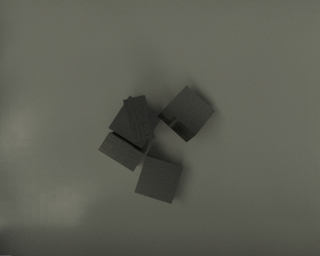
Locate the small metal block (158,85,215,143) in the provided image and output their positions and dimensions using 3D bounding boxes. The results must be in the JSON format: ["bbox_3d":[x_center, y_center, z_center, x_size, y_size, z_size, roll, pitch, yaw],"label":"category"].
[{"bbox_3d":[0.035,-0.019,0.400,0.050,0.025,0.050,43,56,0],"label":"small metal block"}]

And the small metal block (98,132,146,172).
[{"bbox_3d":[-0.047,0.029,0.398,0.050,0.050,0.025,32,91,-1],"label":"small metal block"}]

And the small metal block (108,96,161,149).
[{"bbox_3d":[-0.032,-0.007,0.409,0.050,0.025,0.050,32,85,0],"label":"small metal block"}]

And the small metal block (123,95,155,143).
[{"bbox_3d":[-0.025,-0.009,0.372,0.025,0.050,0.050,-14,87,-3],"label":"small metal block"}]

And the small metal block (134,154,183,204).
[{"bbox_3d":[-0.002,0.067,0.411,0.050,0.025,0.050,18,90,-1],"label":"small metal block"}]
